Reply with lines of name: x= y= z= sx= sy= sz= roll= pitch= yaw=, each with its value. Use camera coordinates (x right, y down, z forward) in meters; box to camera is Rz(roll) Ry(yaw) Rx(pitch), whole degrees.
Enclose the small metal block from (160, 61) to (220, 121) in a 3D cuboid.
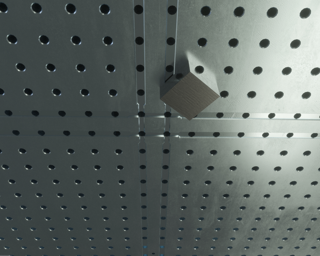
small metal block: x=0.035 y=-0.044 z=0.375 sx=0.050 sy=0.025 sz=0.050 roll=34 pitch=122 yaw=-26
